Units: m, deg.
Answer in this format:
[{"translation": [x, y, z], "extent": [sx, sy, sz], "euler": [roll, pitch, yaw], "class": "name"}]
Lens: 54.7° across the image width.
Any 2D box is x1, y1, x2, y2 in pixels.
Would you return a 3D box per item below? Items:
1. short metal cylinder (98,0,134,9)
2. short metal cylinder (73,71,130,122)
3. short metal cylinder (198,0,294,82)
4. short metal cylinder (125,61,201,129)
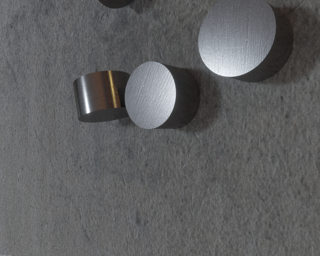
[{"translation": [-0.066, -0.212, 0.421], "extent": [0.050, 0.081, 0.080], "euler": [48, 118, 29], "class": "short metal cylinder"}, {"translation": [-0.076, -0.041, 0.429], "extent": [0.080, 0.081, 0.050], "euler": [-17, 79, 38], "class": "short metal cylinder"}, {"translation": [0.087, -0.089, 0.316], "extent": [0.080, 0.050, 0.079], "euler": [0, 90, 39], "class": "short metal cylinder"}, {"translation": [0.003, -0.039, 0.385], "extent": [0.080, 0.050, 0.079], "euler": [0, 90, 39], "class": "short metal cylinder"}]
